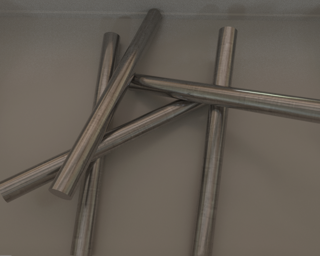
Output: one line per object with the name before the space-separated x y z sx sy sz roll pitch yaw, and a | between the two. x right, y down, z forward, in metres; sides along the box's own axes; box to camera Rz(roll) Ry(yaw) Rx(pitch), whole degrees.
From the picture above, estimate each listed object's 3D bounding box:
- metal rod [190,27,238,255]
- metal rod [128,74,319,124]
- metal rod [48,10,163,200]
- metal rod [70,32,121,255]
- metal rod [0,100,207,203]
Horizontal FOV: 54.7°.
metal rod | 0.069 0.013 0.386 0.025 0.025 0.299 9 77 3
metal rod | 0.090 -0.034 0.361 0.300 0.025 0.025 13 69 28
metal rod | -0.054 -0.051 0.392 0.025 0.025 0.300 18 58 6
metal rod | -0.081 0.006 0.406 0.025 0.025 0.299 4 70 1
metal rod | -0.043 0.007 0.385 0.302 0.025 0.025 -26 72 -18
